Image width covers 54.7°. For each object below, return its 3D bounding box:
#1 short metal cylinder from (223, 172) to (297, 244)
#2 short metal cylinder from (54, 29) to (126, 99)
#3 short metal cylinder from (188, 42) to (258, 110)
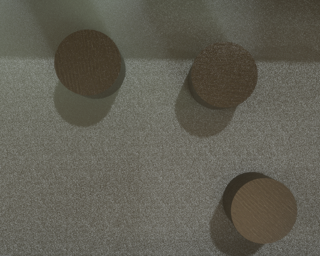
[{"bbox_3d":[0.126,0.100,0.400,0.081,0.050,0.080,0,90,0],"label":"short metal cylinder"},{"bbox_3d":[-0.087,-0.079,0.398,0.081,0.050,0.080,0,90,0],"label":"short metal cylinder"},{"bbox_3d":[0.078,-0.065,0.399,0.081,0.050,0.080,0,90,0],"label":"short metal cylinder"}]
